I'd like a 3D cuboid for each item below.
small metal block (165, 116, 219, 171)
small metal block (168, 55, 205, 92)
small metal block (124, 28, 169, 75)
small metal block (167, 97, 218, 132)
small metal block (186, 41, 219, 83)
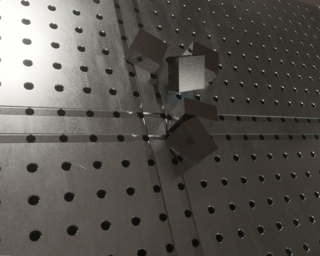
[{"bbox_3d":[0.040,0.021,0.403,0.025,0.050,0.050,-26,76,-37],"label":"small metal block"},{"bbox_3d":[0.040,-0.083,0.465,0.050,0.025,0.050,-14,111,-34],"label":"small metal block"},{"bbox_3d":[-0.020,-0.116,0.470,0.050,0.025,0.050,28,52,-11],"label":"small metal block"},{"bbox_3d":[0.043,-0.013,0.425,0.050,0.050,0.025,12,57,-22],"label":"small metal block"},{"bbox_3d":[0.070,-0.110,0.515,0.050,0.025,0.050,21,54,-16],"label":"small metal block"}]
